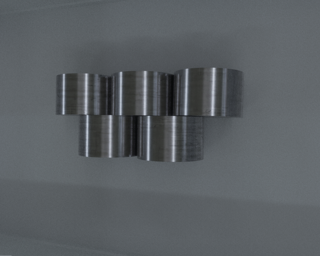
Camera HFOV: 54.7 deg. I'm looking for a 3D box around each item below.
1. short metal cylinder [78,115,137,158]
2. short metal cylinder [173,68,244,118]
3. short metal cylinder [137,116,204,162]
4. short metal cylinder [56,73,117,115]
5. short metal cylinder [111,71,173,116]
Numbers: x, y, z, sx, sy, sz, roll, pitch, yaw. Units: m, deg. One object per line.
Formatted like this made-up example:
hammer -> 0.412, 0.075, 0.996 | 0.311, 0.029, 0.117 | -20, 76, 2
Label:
short metal cylinder -> -0.064, 0.009, 0.402 | 0.080, 0.080, 0.050 | 1, 91, 20
short metal cylinder -> 0.055, -0.038, 0.360 | 0.080, 0.080, 0.050 | 2, 91, 20
short metal cylinder -> 0.013, 0.011, 0.375 | 0.080, 0.080, 0.050 | 1, 91, 20
short metal cylinder -> -0.097, -0.042, 0.414 | 0.080, 0.080, 0.050 | 1, 91, 20
short metal cylinder -> -0.021, -0.040, 0.387 | 0.080, 0.080, 0.050 | 1, 91, 20
